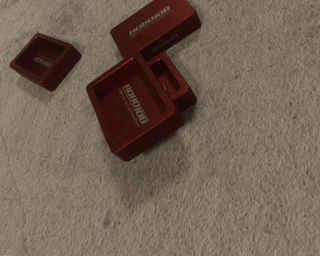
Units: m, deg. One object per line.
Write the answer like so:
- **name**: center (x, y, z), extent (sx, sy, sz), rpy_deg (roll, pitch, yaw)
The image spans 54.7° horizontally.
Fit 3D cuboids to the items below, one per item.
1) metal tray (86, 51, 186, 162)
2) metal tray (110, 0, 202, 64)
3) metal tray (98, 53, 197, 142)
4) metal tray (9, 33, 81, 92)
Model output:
- **metal tray**: center (-0.036, -0.032, 0.398), extent (0.090, 0.030, 0.130), rpy_deg (-34, 52, 5)
- **metal tray**: center (-0.010, -0.162, 0.504), extent (0.130, 0.030, 0.090), rpy_deg (-32, 52, 6)
- **metal tray**: center (-0.025, -0.038, 0.435), extent (0.130, 0.030, 0.090), rpy_deg (-33, 52, 6)
- **metal tray**: center (-0.221, -0.129, 0.592), extent (0.130, 0.030, 0.090), rpy_deg (26, 76, 36)
